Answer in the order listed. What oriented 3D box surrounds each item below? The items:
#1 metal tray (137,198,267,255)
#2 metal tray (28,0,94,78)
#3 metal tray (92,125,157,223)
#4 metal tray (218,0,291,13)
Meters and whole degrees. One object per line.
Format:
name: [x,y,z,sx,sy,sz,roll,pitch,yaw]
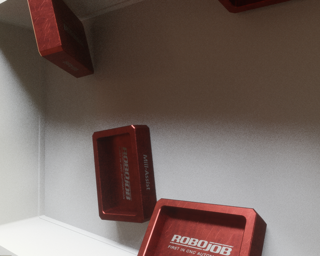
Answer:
metal tray: [0.041,0.129,0.338,0.130,0.030,0.090,-4,52,39]
metal tray: [-0.139,-0.132,0.449,0.030,0.130,0.090,-15,85,5]
metal tray: [-0.052,0.065,0.444,0.090,0.030,0.129,-10,84,39]
metal tray: [0.104,-0.149,0.274,0.130,0.090,0.030,1,80,39]
